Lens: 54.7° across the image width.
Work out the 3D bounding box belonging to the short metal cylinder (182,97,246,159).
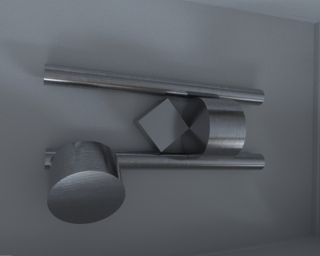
[{"bbox_3d":[0.068,0.001,0.406,0.050,0.080,0.079,2,90,-20],"label":"short metal cylinder"}]

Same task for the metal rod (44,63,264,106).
[{"bbox_3d":[0.007,-0.054,0.412,0.302,0.025,0.025,3,89,-21],"label":"metal rod"}]

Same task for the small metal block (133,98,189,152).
[{"bbox_3d":[0.002,-0.004,0.410,0.050,0.025,0.050,-40,103,-16],"label":"small metal block"}]

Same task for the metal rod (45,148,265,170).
[{"bbox_3d":[0.008,0.043,0.412,0.303,0.025,0.025,3,89,-21],"label":"metal rod"}]

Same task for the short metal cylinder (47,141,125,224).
[{"bbox_3d":[-0.083,0.061,0.347,0.081,0.050,0.079,-9,127,-12],"label":"short metal cylinder"}]
